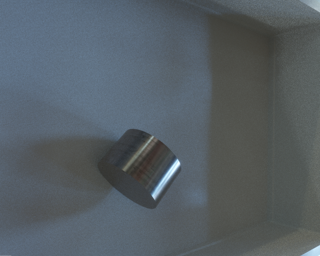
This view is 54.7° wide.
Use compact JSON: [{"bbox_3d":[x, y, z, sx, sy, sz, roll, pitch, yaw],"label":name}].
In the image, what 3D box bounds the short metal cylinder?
[{"bbox_3d":[-0.023,0.047,0.353,0.050,0.080,0.080,-51,121,-28],"label":"short metal cylinder"}]
